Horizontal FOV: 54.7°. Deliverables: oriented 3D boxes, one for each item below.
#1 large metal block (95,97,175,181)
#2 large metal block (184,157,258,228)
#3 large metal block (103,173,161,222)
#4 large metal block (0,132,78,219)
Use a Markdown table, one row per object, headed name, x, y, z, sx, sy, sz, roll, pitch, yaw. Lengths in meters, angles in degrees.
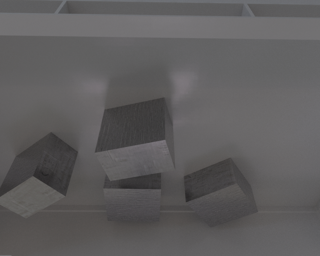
| name | x | y | z | sx | sy | sz | roll | pitch | yaw |
| --- | --- | --- | --- | --- | --- | --- | --- | --- | --- |
| large metal block | -0.027 | 0.013 | 0.383 | 0.080 | 0.080 | 0.050 | -11 | 129 | 9 |
| large metal block | 0.093 | 0.102 | 0.480 | 0.080 | 0.050 | 0.080 | -26 | 126 | 20 |
| large metal block | -0.040 | 0.099 | 0.476 | 0.081 | 0.050 | 0.079 | 1 | 130 | -1 |
| large metal block | -0.167 | 0.065 | 0.426 | 0.080 | 0.080 | 0.050 | -30 | 124 | 23 |
